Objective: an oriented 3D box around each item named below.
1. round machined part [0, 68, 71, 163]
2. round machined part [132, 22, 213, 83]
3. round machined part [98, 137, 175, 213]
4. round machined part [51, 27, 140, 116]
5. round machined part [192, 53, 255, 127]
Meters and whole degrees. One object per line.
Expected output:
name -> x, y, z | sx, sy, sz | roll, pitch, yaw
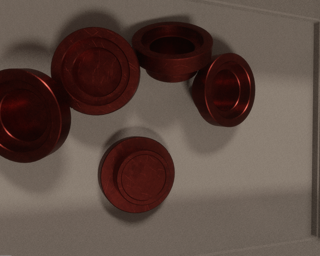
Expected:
round machined part -> -0.141, -0.015, 0.334 | 0.098, 0.042, 0.097 | 2, 102, 12
round machined part -> 0.015, -0.093, 0.389 | 0.099, 0.098, 0.042 | -19, 136, -19
round machined part -> -0.026, 0.060, 0.393 | 0.099, 0.042, 0.097 | 0, 90, -21
round machined part -> -0.072, -0.065, 0.364 | 0.099, 0.042, 0.097 | 0, 97, -1
round machined part -> 0.083, -0.051, 0.425 | 0.099, 0.042, 0.097 | -4, 97, -36
